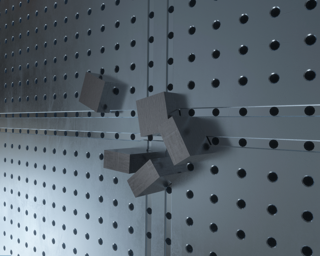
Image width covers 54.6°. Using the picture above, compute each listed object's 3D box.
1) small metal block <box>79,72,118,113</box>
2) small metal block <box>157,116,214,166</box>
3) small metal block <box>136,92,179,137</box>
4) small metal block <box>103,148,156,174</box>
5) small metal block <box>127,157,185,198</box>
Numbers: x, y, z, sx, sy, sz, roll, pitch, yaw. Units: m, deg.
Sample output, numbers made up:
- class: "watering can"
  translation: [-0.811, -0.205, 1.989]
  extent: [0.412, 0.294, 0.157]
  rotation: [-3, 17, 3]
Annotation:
- class: "small metal block"
  translation: [-0.099, -0.057, 0.493]
  extent: [0.050, 0.025, 0.050]
  rotation: [29, 108, 36]
- class: "small metal block"
  translation: [0.031, 0.014, 0.368]
  extent: [0.025, 0.050, 0.050]
  rotation: [-36, 68, 34]
- class: "small metal block"
  translation: [-0.002, -0.017, 0.412]
  extent: [0.050, 0.025, 0.050]
  rotation: [-14, 81, 39]
- class: "small metal block"
  translation: [-0.042, 0.044, 0.429]
  extent: [0.050, 0.050, 0.025]
  rotation: [5, 94, 40]
- class: "small metal block"
  translation: [-0.005, 0.062, 0.398]
  extent: [0.050, 0.050, 0.025]
  rotation: [-45, 63, 31]
